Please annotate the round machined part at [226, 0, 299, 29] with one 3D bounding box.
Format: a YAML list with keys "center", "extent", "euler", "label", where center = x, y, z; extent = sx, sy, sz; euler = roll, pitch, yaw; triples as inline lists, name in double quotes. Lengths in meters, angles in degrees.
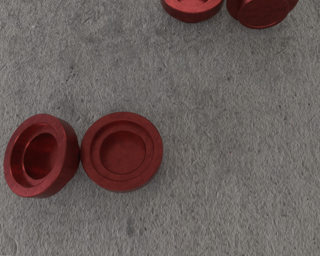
- center: [0.143, -0.177, 0.435]
  extent: [0.099, 0.098, 0.042]
  euler: [3, 70, 1]
  label: "round machined part"

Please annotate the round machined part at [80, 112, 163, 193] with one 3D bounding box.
- center: [-0.045, 0.032, 0.387]
  extent: [0.099, 0.042, 0.098]
  euler: [0, 70, 0]
  label: "round machined part"

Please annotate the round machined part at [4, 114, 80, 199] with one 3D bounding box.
- center: [-0.136, 0.035, 0.372]
  extent: [0.098, 0.042, 0.098]
  euler: [-8, 71, 25]
  label: "round machined part"

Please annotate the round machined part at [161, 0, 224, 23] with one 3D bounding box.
- center: [0.049, -0.200, 0.471]
  extent: [0.099, 0.042, 0.098]
  euler: [0, 70, 2]
  label: "round machined part"
